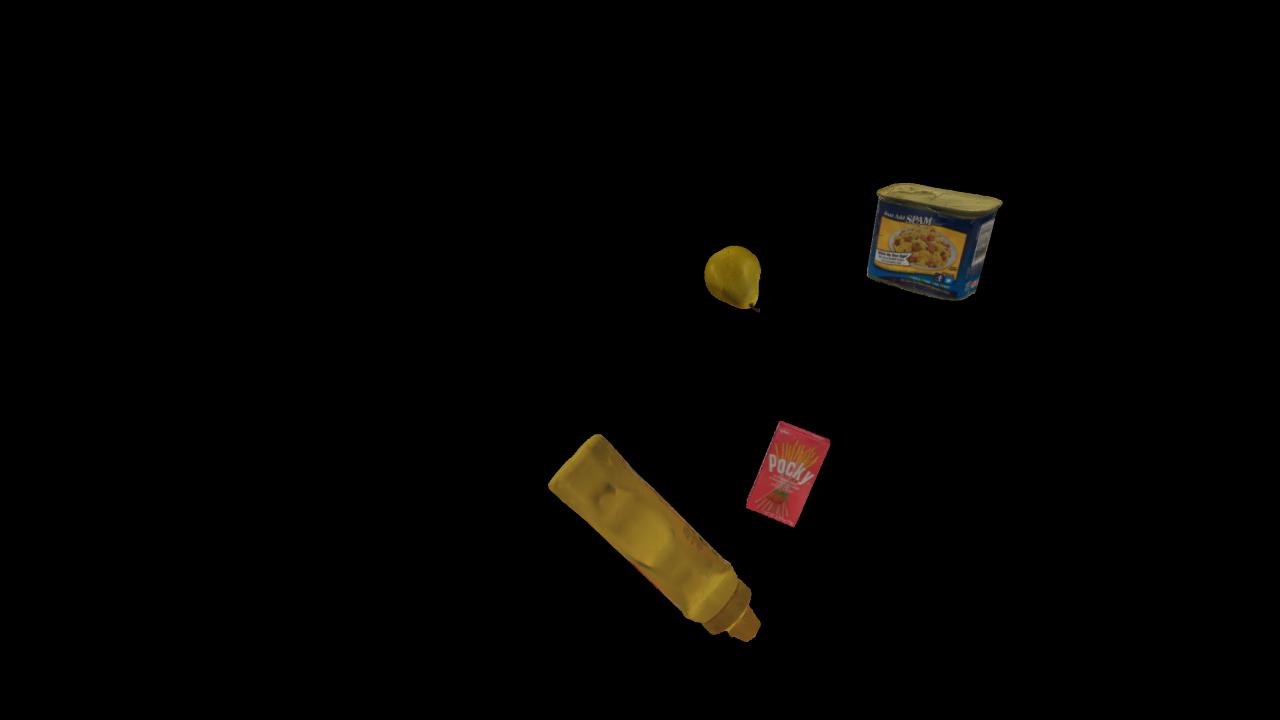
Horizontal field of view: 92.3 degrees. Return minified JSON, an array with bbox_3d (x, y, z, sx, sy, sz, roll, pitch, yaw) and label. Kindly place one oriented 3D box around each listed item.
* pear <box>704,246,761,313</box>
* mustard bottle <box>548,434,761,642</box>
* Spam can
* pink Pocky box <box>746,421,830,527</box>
[{"bbox_3d":[0.134,-0.100,0.848,0.080,0.111,0.080,-10,-30,-6],"label":"pear"},{"bbox_3d":[0.017,0.134,0.445,0.184,0.054,0.092,44,-13,1],"label":"mustard bottle"},{"bbox_3d":[0.266,-0.110,0.567,0.058,0.085,0.101,-24,36,-34],"label":"Spam can"},{"bbox_3d":[0.233,0.181,0.974,0.084,0.155,0.029,21,17,10],"label":"pink Pocky box"}]
